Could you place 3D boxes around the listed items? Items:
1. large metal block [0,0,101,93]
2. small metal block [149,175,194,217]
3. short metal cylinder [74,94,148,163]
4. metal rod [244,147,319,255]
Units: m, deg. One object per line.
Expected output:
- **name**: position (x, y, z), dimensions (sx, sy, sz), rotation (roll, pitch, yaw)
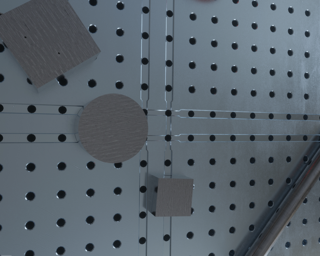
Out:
- **large metal block**: position (-0.127, -0.097, 0.352), dimensions (0.080, 0.050, 0.080), rotation (-36, 102, -16)
- **small metal block**: position (0.015, 0.091, 0.418), dimensions (0.050, 0.025, 0.050), rotation (5, 88, -20)
- **short metal cylinder**: position (-0.060, 0.000, 0.377), dimensions (0.081, 0.050, 0.079), rotation (0, 91, -20)
- **metal rod**: position (0.218, 0.107, 0.493), dimensions (0.025, 0.025, 0.300), rotation (45, 76, -15)
